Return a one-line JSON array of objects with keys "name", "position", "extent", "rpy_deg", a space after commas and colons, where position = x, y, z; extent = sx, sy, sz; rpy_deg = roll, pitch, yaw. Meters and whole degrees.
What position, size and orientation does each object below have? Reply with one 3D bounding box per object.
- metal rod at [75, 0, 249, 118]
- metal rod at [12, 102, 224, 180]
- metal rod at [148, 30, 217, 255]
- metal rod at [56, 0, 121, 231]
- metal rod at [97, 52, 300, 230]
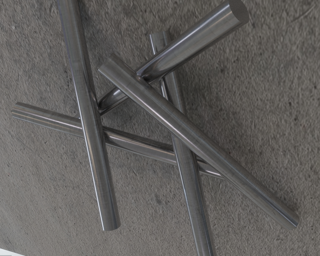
[{"name": "metal rod", "position": [-0.029, -0.051, 0.356], "extent": [0.299, 0.025, 0.025], "rpy_deg": [-25, 105, 47]}, {"name": "metal rod", "position": [-0.059, 0.015, 0.418], "extent": [0.301, 0.025, 0.025], "rpy_deg": [16, 125, 8]}, {"name": "metal rod", "position": [0.032, 0.036, 0.376], "extent": [0.025, 0.025, 0.298], "rpy_deg": [-5, 105, 30]}, {"name": "metal rod", "position": [-0.088, -0.014, 0.392], "extent": [0.025, 0.025, 0.298], "rpy_deg": [-4, 100, 30]}, {"name": "metal rod", "position": [0.055, 0.026, 0.352], "extent": [0.300, 0.025, 0.025], "rpy_deg": [40, 130, -16]}]
